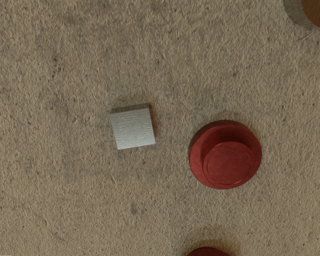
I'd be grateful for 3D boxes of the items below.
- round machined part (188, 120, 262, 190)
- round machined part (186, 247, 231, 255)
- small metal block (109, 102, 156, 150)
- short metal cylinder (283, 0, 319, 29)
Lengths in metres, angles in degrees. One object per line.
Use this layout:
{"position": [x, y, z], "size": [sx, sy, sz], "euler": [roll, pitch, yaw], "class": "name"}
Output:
{"position": [0.089, 0.042, 0.417], "size": [0.099, 0.042, 0.097], "euler": [0, 110, -1], "class": "round machined part"}
{"position": [0.074, 0.228, 0.486], "size": [0.099, 0.042, 0.097], "euler": [0, 110, -1], "class": "round machined part"}
{"position": [-0.035, -0.003, 0.408], "size": [0.050, 0.025, 0.050], "euler": [-9, 110, 3], "class": "small metal block"}
{"position": [0.186, -0.151, 0.343], "size": [0.081, 0.050, 0.079], "euler": [0, 110, -1], "class": "short metal cylinder"}
